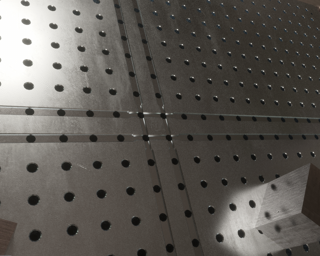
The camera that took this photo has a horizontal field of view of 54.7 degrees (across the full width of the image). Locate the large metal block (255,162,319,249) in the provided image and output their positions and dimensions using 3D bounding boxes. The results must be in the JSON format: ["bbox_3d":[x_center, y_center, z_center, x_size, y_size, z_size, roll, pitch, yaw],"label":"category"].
[{"bbox_3d":[0.181,0.104,0.410,0.050,0.080,0.080,38,51,-4],"label":"large metal block"}]

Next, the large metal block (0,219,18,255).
[{"bbox_3d":[-0.168,0.107,0.237,0.080,0.050,0.080,22,53,-16],"label":"large metal block"}]
